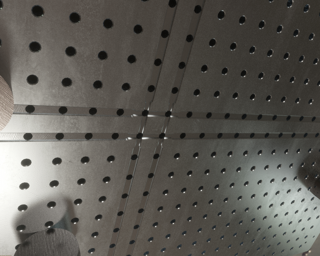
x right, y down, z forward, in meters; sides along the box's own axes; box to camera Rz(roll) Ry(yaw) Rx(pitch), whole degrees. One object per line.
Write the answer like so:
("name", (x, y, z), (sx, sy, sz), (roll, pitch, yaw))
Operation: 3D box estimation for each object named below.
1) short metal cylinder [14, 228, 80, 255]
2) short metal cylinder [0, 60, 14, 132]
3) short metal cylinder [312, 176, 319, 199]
("short metal cylinder", (-0.146, 0.181, 0.409), (0.081, 0.080, 0.050), (-14, 124, -21))
("short metal cylinder", (-0.178, -0.032, 0.278), (0.081, 0.050, 0.079), (-14, 125, -21))
("short metal cylinder", (0.396, 0.138, 0.702), (0.081, 0.050, 0.079), (-14, 124, -21))
